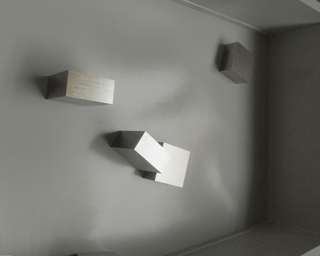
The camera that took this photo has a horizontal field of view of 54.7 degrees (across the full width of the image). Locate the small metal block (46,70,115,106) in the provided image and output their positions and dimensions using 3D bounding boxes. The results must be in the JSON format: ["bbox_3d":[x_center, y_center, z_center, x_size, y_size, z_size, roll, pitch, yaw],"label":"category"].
[{"bbox_3d":[-0.083,-0.039,0.322,0.050,0.050,0.025,7,85,-40],"label":"small metal block"}]

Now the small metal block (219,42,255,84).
[{"bbox_3d":[0.129,-0.108,0.518,0.050,0.025,0.050,24,75,-38],"label":"small metal block"}]

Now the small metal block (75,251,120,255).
[{"bbox_3d":[-0.062,0.157,0.340,0.050,0.050,0.025,16,80,-39],"label":"small metal block"}]

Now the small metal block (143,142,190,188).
[{"bbox_3d":[0.010,0.049,0.417,0.050,0.025,0.050,22,76,-38],"label":"small metal block"}]

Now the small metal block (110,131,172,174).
[{"bbox_3d":[-0.023,0.028,0.373,0.050,0.050,0.025,45,63,-31],"label":"small metal block"}]
